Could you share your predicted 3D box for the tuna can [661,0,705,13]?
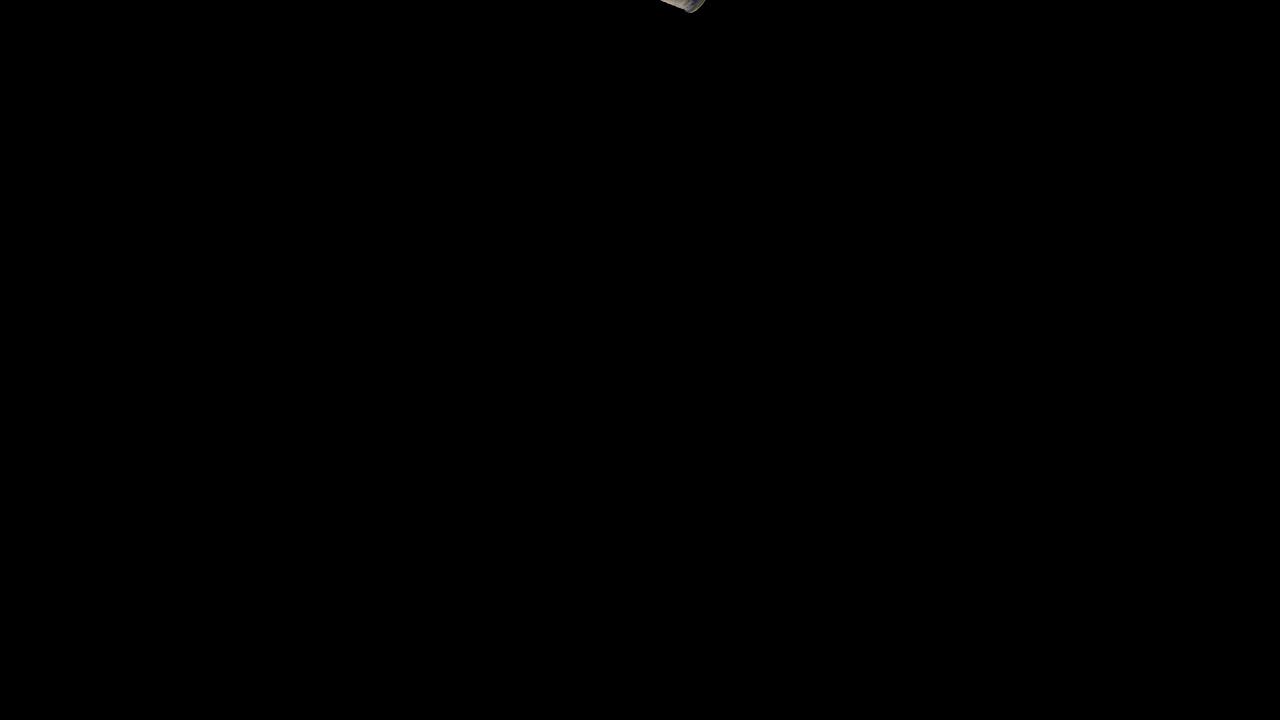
[{"bbox_3d":[0.035,-0.296,0.433,0.034,0.084,0.084,9,-3,-21],"label":"tuna can"}]
